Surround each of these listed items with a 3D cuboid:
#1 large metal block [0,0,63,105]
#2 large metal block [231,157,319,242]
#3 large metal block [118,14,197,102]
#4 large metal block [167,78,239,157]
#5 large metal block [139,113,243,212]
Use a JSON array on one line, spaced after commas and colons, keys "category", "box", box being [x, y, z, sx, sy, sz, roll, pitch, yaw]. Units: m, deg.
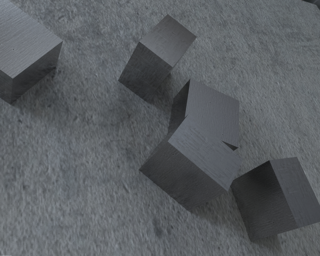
[{"category": "large metal block", "box": [-0.172, -0.087, 0.349, 0.080, 0.050, 0.080, 36, 51, -4]}, {"category": "large metal block", "box": [0.144, 0.091, 0.393, 0.050, 0.080, 0.080, -2, 63, -30]}, {"category": "large metal block", "box": [-0.004, -0.095, 0.426, 0.050, 0.080, 0.080, 37, 51, -4]}, {"category": "large metal block", "box": [0.061, -0.010, 0.428, 0.080, 0.050, 0.080, 22, 53, -15]}, {"category": "large metal block", "box": [0.034, 0.043, 0.362, 0.080, 0.080, 0.050, 40, 51, -1]}]
